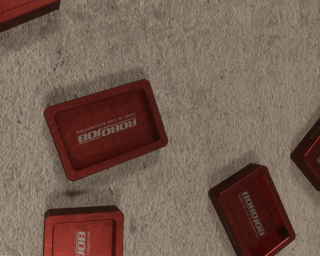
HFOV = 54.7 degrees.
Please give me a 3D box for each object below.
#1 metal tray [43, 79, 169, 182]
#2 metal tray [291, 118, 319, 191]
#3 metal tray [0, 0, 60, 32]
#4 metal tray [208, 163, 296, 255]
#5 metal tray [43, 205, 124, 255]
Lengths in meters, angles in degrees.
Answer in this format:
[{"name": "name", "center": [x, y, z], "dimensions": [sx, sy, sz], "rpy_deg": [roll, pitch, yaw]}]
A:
[{"name": "metal tray", "center": [-0.064, 0.000, 0.383], "dimensions": [0.131, 0.030, 0.089], "rpy_deg": [-20, 97, -19]}, {"name": "metal tray", "center": [0.287, 0.033, 0.514], "dimensions": [0.130, 0.030, 0.090], "rpy_deg": [-46, 105, -14]}, {"name": "metal tray", "center": [-0.181, -0.180, 0.339], "dimensions": [0.091, 0.030, 0.130], "rpy_deg": [-31, 101, -18]}, {"name": "metal tray", "center": [0.138, 0.129, 0.459], "dimensions": [0.091, 0.030, 0.129], "rpy_deg": [-28, 100, -18]}, {"name": "metal tray", "center": [-0.093, 0.163, 0.372], "dimensions": [0.091, 0.030, 0.129], "rpy_deg": [2, 89, -21]}]
